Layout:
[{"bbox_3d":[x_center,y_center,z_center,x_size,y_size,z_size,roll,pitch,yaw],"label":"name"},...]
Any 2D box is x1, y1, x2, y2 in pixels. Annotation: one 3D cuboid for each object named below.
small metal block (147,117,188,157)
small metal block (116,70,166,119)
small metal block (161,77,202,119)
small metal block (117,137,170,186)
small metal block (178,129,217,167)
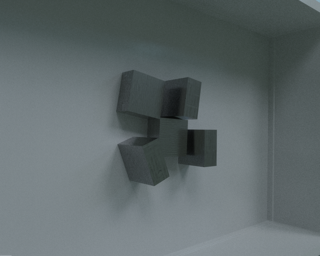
[{"bbox_3d":[0.010,0.013,0.417,0.050,0.025,0.050,4,88,-40],"label":"small metal block"},{"bbox_3d":[-0.023,-0.040,0.389,0.050,0.025,0.050,14,81,-39],"label":"small metal block"},{"bbox_3d":[0.026,-0.038,0.414,0.025,0.050,0.050,12,82,-40],"label":"small metal block"},{"bbox_3d":[-0.020,0.039,0.375,0.025,0.050,0.050,-26,107,-37],"label":"small metal block"},{"bbox_3d":[0.052,0.027,0.437,0.025,0.050,0.050,1,90,-40],"label":"small metal block"}]
